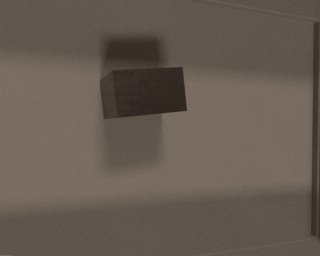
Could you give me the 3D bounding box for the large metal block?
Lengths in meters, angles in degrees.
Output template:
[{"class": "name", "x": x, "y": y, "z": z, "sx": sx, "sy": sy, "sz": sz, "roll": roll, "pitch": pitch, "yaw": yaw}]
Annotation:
[{"class": "large metal block", "x": -0.023, "y": -0.040, "z": 0.374, "sx": 0.081, "sy": 0.080, "sz": 0.050, "roll": -7, "pitch": 93, "yaw": -20}]
